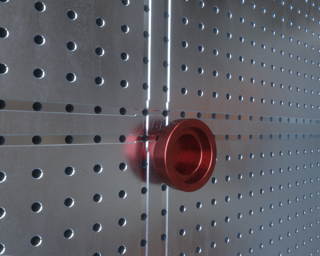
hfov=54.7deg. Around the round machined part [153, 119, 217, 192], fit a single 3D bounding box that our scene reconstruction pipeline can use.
[{"bbox_3d":[0.030,0.036,0.426,0.099,0.042,0.097,0,90,-40],"label":"round machined part"}]
